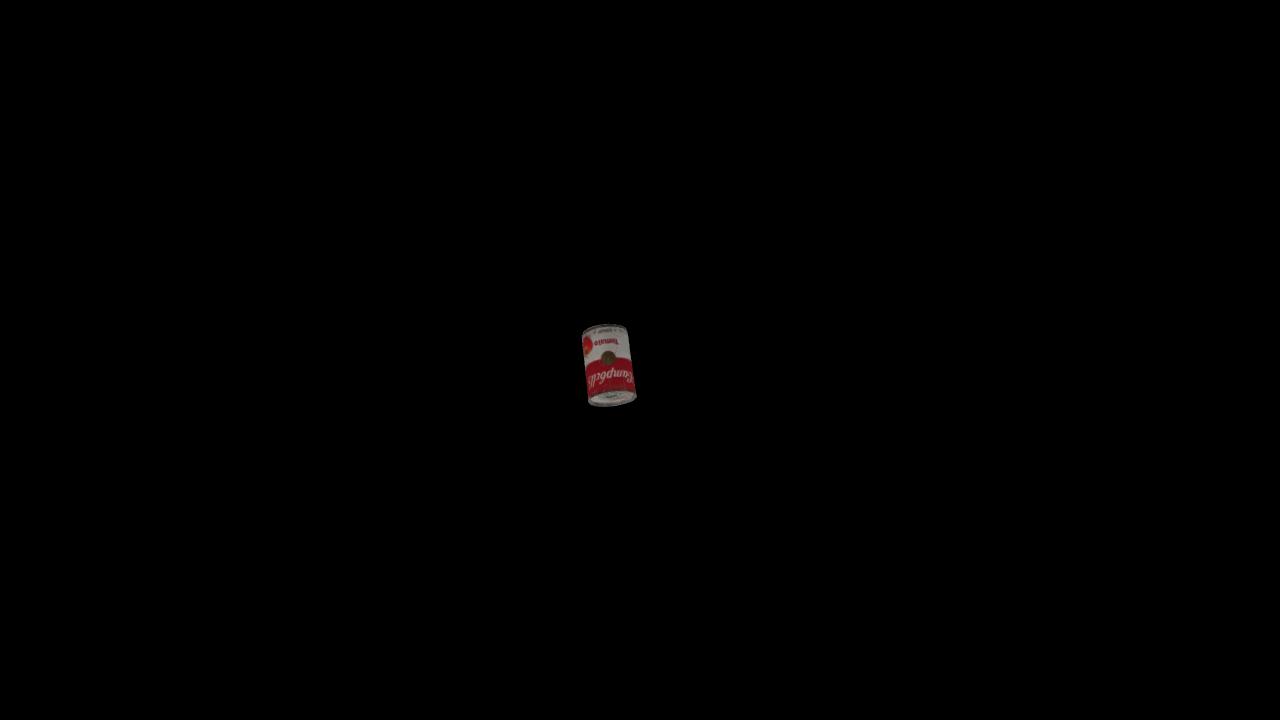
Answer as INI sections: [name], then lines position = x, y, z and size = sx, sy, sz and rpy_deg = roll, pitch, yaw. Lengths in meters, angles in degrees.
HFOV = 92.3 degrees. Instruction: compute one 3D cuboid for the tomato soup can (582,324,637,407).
[tomato soup can]
position = -0.044, 0.007, 0.858
size = 0.068, 0.101, 0.068
rpy_deg = -7, -21, -3
